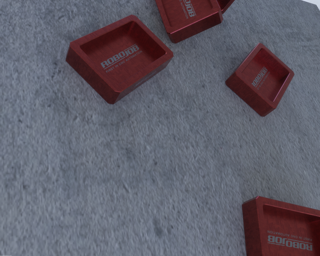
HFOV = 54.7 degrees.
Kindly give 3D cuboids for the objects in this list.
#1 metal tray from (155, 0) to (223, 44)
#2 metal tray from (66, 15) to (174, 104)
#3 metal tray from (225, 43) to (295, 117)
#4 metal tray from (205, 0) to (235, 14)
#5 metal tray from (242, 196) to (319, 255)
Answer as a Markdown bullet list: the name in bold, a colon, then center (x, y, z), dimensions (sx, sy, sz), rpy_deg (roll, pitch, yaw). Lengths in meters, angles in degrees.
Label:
- **metal tray**: center (0.041, -0.216, 0.520), dimensions (0.030, 0.090, 0.130), rpy_deg (43, 28, -64)
- **metal tray**: center (-0.052, -0.101, 0.434), dimensions (0.090, 0.030, 0.131), rpy_deg (45, 51, 3)
- **metal tray**: center (0.182, -0.090, 0.556), dimensions (0.090, 0.030, 0.131), rpy_deg (42, 51, 0)
- **metal tray**: center (0.090, -0.258, 0.565), dimensions (0.131, 0.090, 0.030), rpy_deg (-5, 65, -35)
- **metal tray**: center (0.173, 0.147, 0.406), dimensions (0.131, 0.030, 0.090), rpy_deg (16, 55, -19)
